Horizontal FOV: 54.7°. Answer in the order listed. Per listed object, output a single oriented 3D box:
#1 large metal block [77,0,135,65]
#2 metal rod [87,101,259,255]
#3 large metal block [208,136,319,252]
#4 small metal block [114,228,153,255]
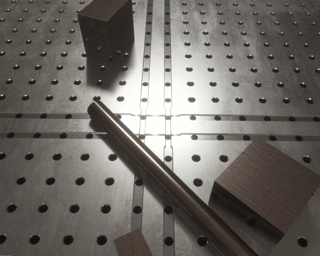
[{"bbox_3d":[-0.084,-0.164,0.509,0.050,0.080,0.080,18,52,14],"label":"large metal block"},{"bbox_3d":[0.007,0.060,0.356,0.025,0.025,0.300,-33,58,-25],"label":"metal rod"},{"bbox_3d":[0.112,0.069,0.335,0.080,0.050,0.080,36,59,26],"label":"large metal block"},{"bbox_3d":[-0.019,0.128,0.283,0.025,0.050,0.050,-21,54,-17],"label":"small metal block"}]
